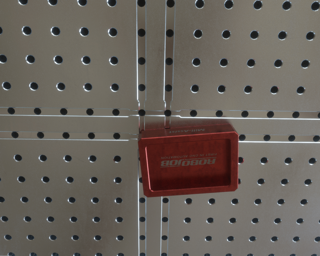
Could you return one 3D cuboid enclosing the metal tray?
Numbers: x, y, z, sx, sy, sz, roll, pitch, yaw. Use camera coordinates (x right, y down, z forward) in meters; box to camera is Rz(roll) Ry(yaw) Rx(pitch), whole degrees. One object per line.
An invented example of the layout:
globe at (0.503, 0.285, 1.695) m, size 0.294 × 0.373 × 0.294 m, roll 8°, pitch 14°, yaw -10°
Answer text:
metal tray at (0.040, 0.046, 0.428) m, size 0.131 × 0.030 × 0.089 m, roll -4°, pitch 110°, yaw 1°
